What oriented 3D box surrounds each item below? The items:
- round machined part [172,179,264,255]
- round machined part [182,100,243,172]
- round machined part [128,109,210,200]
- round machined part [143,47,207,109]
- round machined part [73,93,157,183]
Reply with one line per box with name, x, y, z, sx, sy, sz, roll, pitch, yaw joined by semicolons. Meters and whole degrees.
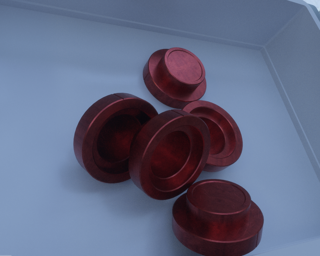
round machined part;0.063;0.091;0.340;0.099;0.042;0.098;0;21;0
round machined part;0.059;0.015;0.420;0.099;0.042;0.098;14;56;-21
round machined part;0.006;0.025;0.339;0.099;0.097;0.042;-17;31;-35
round machined part;0.028;-0.081;0.461;0.099;0.042;0.098;14;56;-21
round machined part;-0.049;0.008;0.341;0.099;0.097;0.042;-17;30;-35
